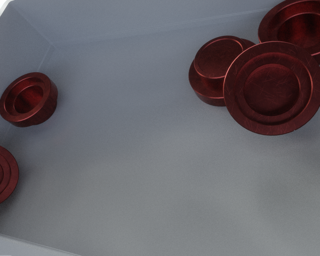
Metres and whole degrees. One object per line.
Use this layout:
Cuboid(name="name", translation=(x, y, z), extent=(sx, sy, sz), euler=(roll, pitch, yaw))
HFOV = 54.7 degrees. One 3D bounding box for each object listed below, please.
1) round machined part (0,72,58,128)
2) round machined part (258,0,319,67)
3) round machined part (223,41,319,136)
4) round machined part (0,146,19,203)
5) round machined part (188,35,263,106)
Cuboid(name="round machined part", translation=(-0.217, -0.043, 0.527), extent=(0.098, 0.042, 0.098), euler=(-8, 60, 14))
Cuboid(name="round machined part", translation=(0.172, -0.110, 0.372), extent=(0.098, 0.042, 0.098), euler=(-13, 56, 20))
Cuboid(name="round machined part", translation=(0.121, -0.041, 0.338), extent=(0.098, 0.042, 0.097), euler=(0, 91, 18))
Cuboid(name="round machined part", translation=(-0.267, 0.072, 0.464), extent=(0.042, 0.098, 0.098), euler=(-20, 44, 61))
Cuboid(name="round machined part", translation=(0.083, -0.080, 0.400), extent=(0.098, 0.042, 0.098), euler=(-13, 56, 20))
